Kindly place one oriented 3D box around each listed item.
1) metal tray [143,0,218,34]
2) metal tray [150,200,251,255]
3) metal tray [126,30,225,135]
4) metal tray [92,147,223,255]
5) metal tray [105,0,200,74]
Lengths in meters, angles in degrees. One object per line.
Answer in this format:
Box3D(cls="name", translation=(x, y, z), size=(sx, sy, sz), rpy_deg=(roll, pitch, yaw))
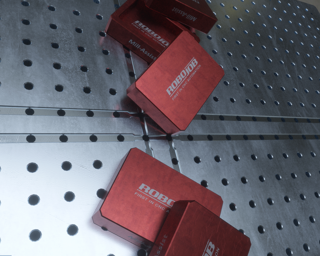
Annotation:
Box3D(cls="metal tray", translation=(0.029, -0.218, 0.531), size=(0.131, 0.030, 0.090), rpy_deg=(12, 43, -33))
Box3D(cls="metal tray", translation=(0.030, 0.149, 0.304), size=(0.090, 0.030, 0.130), rpy_deg=(37, 63, -16))
Box3D(cls="metal tray", translation=(0.026, -0.065, 0.436), size=(0.090, 0.030, 0.130), rpy_deg=(44, 60, -12))
Box3D(cls="metal tray", translation=(0.002, 0.092, 0.352), size=(0.130, 0.030, 0.090), rpy_deg=(31, 51, -9))
Box3D(cls="metal tray", translation=(-0.008, -0.148, 0.492), size=(0.130, 0.030, 0.090), rpy_deg=(34, 51, -6))
